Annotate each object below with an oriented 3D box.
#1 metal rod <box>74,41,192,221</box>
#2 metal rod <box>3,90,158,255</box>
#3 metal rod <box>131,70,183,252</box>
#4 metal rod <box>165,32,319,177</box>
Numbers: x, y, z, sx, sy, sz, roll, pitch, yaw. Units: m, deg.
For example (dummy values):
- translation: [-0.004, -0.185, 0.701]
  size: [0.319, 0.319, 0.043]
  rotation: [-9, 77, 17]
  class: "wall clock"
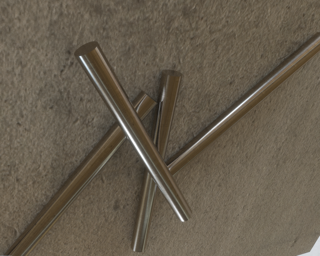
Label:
- translation: [-0.016, 0.029, 0.383]
  size: [0.025, 0.025, 0.299]
  rotation: [-33, 129, -7]
  class: "metal rod"
- translation: [-0.109, 0.075, 0.394]
  size: [0.299, 0.025, 0.025]
  rotation: [-49, 129, 6]
  class: "metal rod"
- translation: [-0.010, 0.064, 0.442]
  size: [0.025, 0.025, 0.298]
  rotation: [-4, 120, -27]
  class: "metal rod"
- translation: [0.126, -0.034, 0.456]
  size: [0.300, 0.025, 0.025]
  rotation: [-41, 130, -1]
  class: "metal rod"
